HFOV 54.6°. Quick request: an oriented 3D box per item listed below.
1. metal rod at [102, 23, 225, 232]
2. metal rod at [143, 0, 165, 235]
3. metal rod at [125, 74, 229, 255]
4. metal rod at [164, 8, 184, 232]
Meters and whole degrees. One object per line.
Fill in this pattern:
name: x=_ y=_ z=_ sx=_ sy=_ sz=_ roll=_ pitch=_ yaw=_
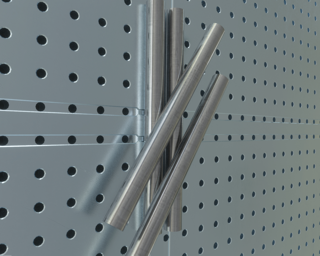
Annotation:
metal rod: x=0.015 y=-0.017 z=0.389 sx=0.025 sy=0.025 sz=0.300 roll=42 pitch=65 yaw=-32
metal rod: x=-0.008 y=-0.014 z=0.402 sx=0.025 sy=0.025 sz=0.298 roll=1 pitch=89 yaw=-40
metal rod: x=0.023 y=0.053 z=0.394 sx=0.025 sy=0.025 sz=0.300 roll=42 pitch=65 yaw=-32
metal rod: x=0.019 y=-0.011 z=0.425 sx=0.025 sy=0.025 sz=0.298 roll=1 pitch=89 yaw=-40
